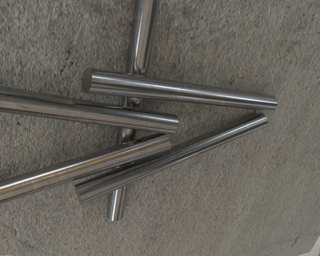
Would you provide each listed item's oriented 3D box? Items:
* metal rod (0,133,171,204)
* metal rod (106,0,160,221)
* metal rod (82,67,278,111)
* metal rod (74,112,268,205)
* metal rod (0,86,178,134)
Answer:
[{"bbox_3d":[-0.132,0.058,0.355,0.302,0.025,0.025,-17,126,-13],"label":"metal rod"},{"bbox_3d":[-0.039,-0.004,0.386,0.025,0.025,0.298,-3,120,-27],"label":"metal rod"},{"bbox_3d":[0.050,-0.043,0.390,0.302,0.025,0.025,2,118,-37],"label":"metal rod"},{"bbox_3d":[0.032,0.033,0.428,0.302,0.025,0.025,-19,127,-25],"label":"metal rod"},{"bbox_3d":[-0.118,-0.023,0.312,0.302,0.025,0.025,8,115,-26],"label":"metal rod"}]
